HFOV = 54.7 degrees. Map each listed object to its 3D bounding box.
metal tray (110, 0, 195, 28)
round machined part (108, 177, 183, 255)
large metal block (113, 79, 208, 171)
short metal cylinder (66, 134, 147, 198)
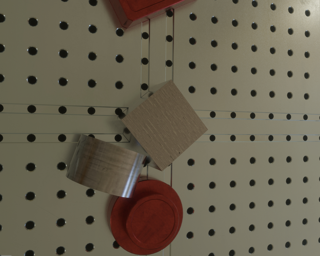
[{"bbox_3d":[-0.007,-0.199,0.406,0.131,0.030,0.090,-29,100,-18],"label":"metal tray"},{"bbox_3d":[-0.015,0.115,0.398,0.099,0.042,0.097,0,90,-20],"label":"round machined part"},{"bbox_3d":[0.000,-0.004,0.399,0.080,0.050,0.080,-41,103,-15],"label":"large metal block"},{"bbox_3d":[-0.061,0.044,0.361,0.080,0.080,0.050,21,83,-19],"label":"short metal cylinder"}]
